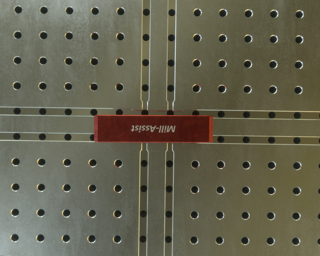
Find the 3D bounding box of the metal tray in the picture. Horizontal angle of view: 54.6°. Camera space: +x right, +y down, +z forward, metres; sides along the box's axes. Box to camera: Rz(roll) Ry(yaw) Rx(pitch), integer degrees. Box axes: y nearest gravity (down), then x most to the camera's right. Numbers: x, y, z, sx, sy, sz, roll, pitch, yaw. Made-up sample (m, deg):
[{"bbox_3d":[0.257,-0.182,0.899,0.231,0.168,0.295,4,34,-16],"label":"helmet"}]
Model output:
[{"bbox_3d":[-0.007,0.001,0.380,0.131,0.090,0.030,0,90,0],"label":"metal tray"}]
